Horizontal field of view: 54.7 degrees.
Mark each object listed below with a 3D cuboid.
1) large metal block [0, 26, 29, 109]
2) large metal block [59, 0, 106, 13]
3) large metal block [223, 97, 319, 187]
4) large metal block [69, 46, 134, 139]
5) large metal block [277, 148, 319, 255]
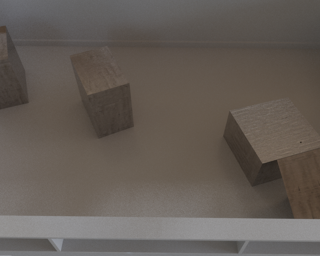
[{"bbox_3d":[-0.228,-0.084,0.438,0.050,0.080,0.080,-15,52,-13],"label":"large metal block"},{"bbox_3d":[-0.154,-0.286,0.631,0.080,0.050,0.080,22,53,17],"label":"large metal block"},{"bbox_3d":[0.135,0.015,0.377,0.081,0.050,0.080,-13,51,-11],"label":"large metal block"},{"bbox_3d":[-0.075,-0.047,0.408,0.050,0.080,0.080,-20,53,-16],"label":"large metal block"},{"bbox_3d":[0.157,0.076,0.297,0.050,0.080,0.080,-20,46,22],"label":"large metal block"}]
